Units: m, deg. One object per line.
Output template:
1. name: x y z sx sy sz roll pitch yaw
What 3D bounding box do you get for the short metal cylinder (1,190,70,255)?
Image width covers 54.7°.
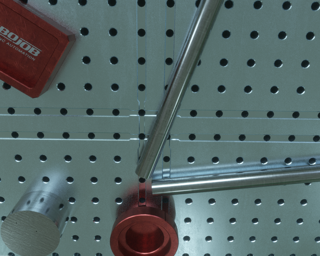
1. short metal cylinder: -0.178 0.138 0.449 0.081 0.050 0.079 0 110 -1

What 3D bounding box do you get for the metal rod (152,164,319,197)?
1. metal rod: 0.140 0.072 0.441 0.302 0.025 0.025 -5 110 1

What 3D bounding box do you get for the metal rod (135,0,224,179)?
1. metal rod: 0.029 -0.067 0.389 0.025 0.025 0.298 19 109 -7

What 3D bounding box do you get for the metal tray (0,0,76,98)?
1. metal tray: -0.181 -0.107 0.368 0.130 0.030 0.090 32 107 -12

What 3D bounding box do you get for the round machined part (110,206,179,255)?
1. round machined part: -0.022 0.157 0.462 0.099 0.042 0.097 0 110 -1
